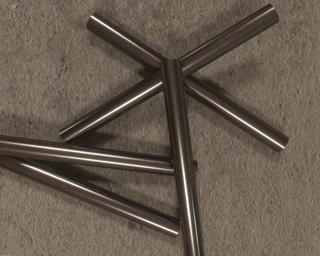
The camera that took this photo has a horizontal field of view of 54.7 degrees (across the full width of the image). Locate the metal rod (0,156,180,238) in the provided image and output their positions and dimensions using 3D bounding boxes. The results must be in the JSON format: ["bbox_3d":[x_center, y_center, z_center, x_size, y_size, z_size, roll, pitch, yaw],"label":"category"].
[{"bbox_3d":[-0.116,0.077,0.408,0.301,0.025,0.025,22,90,-1],"label":"metal rod"}]

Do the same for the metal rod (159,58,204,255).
[{"bbox_3d":[0.031,0.067,0.383,0.025,0.025,0.298,-8,101,0],"label":"metal rod"}]

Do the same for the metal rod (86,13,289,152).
[{"bbox_3d":[0.037,-0.059,0.410,0.301,0.025,0.025,33,90,-1],"label":"metal rod"}]

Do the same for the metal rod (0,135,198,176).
[{"bbox_3d":[-0.102,0.035,0.396,0.302,0.025,0.025,8,90,-6],"label":"metal rod"}]

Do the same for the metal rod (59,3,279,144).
[{"bbox_3d":[0.004,-0.061,0.386,0.300,0.025,0.025,-30,91,9],"label":"metal rod"}]
